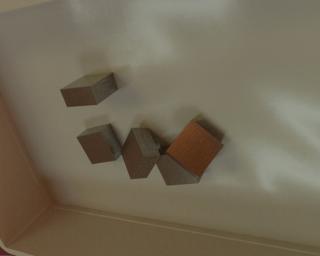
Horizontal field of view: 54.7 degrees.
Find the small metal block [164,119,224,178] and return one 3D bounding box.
[{"bbox_3d":[0.041,0.026,0.383,0.050,0.050,0.025,39,169,1],"label":"small metal block"}]

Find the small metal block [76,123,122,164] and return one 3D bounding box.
[{"bbox_3d":[-0.090,0.025,0.469,0.050,0.025,0.050,-12,112,33],"label":"small metal block"}]

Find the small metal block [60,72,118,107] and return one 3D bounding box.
[{"bbox_3d":[-0.092,-0.051,0.408,0.050,0.050,0.025,-1,118,28],"label":"small metal block"}]

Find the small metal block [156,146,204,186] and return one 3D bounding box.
[{"bbox_3d":[0.026,0.050,0.425,0.050,0.025,0.050,-11,113,32],"label":"small metal block"}]

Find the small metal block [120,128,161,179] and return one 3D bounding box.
[{"bbox_3d":[-0.028,0.035,0.426,0.050,0.025,0.050,-61,42,38],"label":"small metal block"}]
